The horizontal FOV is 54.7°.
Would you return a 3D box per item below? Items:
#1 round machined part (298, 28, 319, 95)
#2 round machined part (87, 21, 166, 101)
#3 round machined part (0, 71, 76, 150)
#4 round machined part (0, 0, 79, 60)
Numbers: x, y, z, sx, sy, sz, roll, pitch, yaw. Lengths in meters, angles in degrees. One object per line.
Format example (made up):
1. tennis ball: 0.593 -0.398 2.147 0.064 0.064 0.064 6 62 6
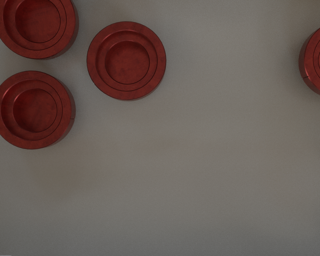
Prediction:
1. round machined part: 0.230 -0.086 0.401 0.099 0.042 0.097 0 92 5
2. round machined part: -0.041 -0.083 0.402 0.099 0.042 0.097 0 90 0
3. round machined part: -0.158 -0.022 0.402 0.099 0.042 0.097 0 90 0
4. round machined part: -0.153 -0.136 0.397 0.099 0.042 0.097 0 99 -2
